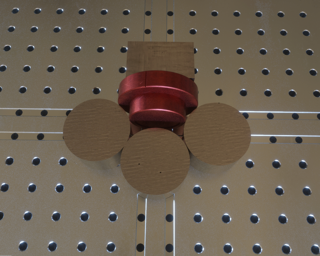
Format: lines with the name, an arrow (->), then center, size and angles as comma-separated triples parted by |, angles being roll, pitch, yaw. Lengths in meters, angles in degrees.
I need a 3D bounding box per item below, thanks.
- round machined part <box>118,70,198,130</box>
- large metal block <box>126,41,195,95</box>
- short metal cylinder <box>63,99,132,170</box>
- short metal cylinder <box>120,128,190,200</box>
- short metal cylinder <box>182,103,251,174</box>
round machined part -> -0.003, -0.028, 0.381 | 0.099, 0.098, 0.042 | 2, 70, 0
large metal block -> 0.001, -0.069, 0.407 | 0.081, 0.080, 0.050 | 1, 70, 0
short metal cylinder -> -0.076, 0.009, 0.395 | 0.081, 0.050, 0.080 | 0, 70, 0
short metal cylinder -> -0.005, 0.045, 0.382 | 0.081, 0.050, 0.080 | 0, 70, 0
short metal cylinder -> 0.069, 0.014, 0.394 | 0.081, 0.050, 0.080 | 0, 70, 0
